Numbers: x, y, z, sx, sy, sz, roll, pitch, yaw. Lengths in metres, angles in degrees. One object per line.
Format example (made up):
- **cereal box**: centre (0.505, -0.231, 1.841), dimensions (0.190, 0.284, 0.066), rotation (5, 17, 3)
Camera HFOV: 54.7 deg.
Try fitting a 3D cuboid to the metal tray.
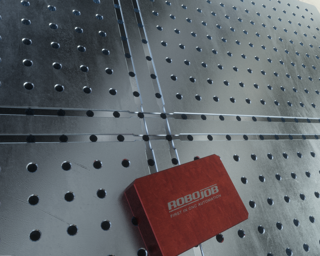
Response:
- **metal tray**: centre (0.035, 0.090, 0.370), dimensions (0.131, 0.030, 0.090), rotation (-13, 68, -34)
